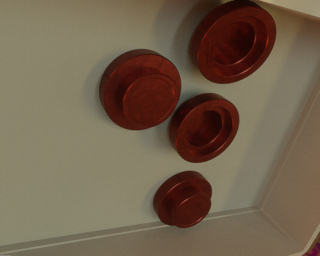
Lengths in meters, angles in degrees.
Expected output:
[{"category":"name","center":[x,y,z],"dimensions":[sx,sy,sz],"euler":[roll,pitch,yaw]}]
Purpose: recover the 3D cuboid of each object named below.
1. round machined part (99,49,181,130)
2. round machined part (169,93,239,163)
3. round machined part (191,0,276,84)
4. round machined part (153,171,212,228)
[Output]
[{"category":"round machined part","center":[-0.018,-0.039,0.364],"dimensions":[0.099,0.042,0.097],"euler":[-14,124,-21]},{"category":"round machined part","center":[0.056,-0.004,0.426],"dimensions":[0.099,0.042,0.097],"euler":[-14,124,-21]},{"category":"round machined part","center":[0.083,-0.104,0.369],"dimensions":[0.099,0.042,0.097],"euler":[-13,136,-12]},{"category":"round machined part","center":[0.042,0.120,0.495],"dimensions":[0.099,0.042,0.097],"euler":[-14,124,-21]}]
